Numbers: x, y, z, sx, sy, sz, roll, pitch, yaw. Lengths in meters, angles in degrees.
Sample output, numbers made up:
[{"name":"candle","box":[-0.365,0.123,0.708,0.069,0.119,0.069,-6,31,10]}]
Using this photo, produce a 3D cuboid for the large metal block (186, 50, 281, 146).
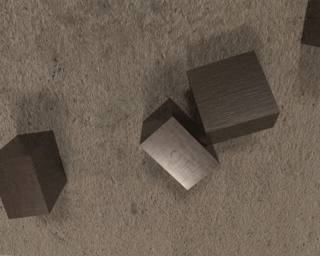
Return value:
[{"name":"large metal block","box":[0.083,-0.034,0.364,0.080,0.050,0.080,-16,68,5]}]

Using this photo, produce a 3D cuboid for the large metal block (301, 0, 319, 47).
[{"name":"large metal block","box":[0.217,-0.114,0.341,0.081,0.080,0.050,1,110,-1]}]

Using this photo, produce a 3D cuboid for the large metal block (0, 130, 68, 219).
[{"name":"large metal block","box":[-0.165,0.057,0.399,0.050,0.080,0.079,-8,110,2]}]

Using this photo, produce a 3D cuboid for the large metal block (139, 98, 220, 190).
[{"name":"large metal block","box":[0.023,0.016,0.387,0.050,0.080,0.080,-42,105,14]}]
